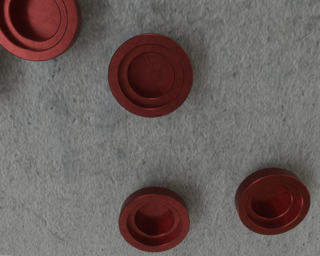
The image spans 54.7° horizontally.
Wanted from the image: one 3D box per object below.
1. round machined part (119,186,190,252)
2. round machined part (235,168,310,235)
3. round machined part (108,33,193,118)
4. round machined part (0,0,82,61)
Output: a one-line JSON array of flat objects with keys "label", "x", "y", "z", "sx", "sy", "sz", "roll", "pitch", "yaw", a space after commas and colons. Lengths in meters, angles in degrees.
[{"label": "round machined part", "x": -0.008, "y": 0.126, "z": 0.447, "sx": 0.099, "sy": 0.042, "sz": 0.097, "roll": 0, "pitch": 110, "yaw": -1}, {"label": "round machined part", "x": 0.155, "y": 0.099, "z": 0.440, "sx": 0.099, "sy": 0.042, "sz": 0.097, "roll": 0, "pitch": 110, "yaw": -1}, {"label": "round machined part", "x": -0.011, "y": -0.065, "z": 0.377, "sx": 0.099, "sy": 0.042, "sz": 0.097, "roll": 0, "pitch": 110, "yaw": -1}, {"label": "round machined part", "x": -0.138, "y": -0.128, "z": 0.352, "sx": 0.099, "sy": 0.042, "sz": 0.097, "roll": 0, "pitch": 110, "yaw": -1}]
